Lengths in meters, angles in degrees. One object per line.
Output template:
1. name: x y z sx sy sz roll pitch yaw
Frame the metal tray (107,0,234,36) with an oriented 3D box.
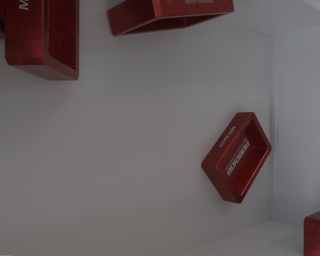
1. metal tray: 0.015 -0.142 0.376 0.131 0.090 0.030 -21 103 -38

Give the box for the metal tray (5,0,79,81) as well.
1. metal tray: -0.101 -0.114 0.280 0.030 0.090 0.129 0 90 3

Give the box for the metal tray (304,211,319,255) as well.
1. metal tray: 0.264 0.172 0.472 0.131 0.030 0.089 -1 90 -40

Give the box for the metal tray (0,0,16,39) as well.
1. metal tray: -0.137 -0.130 0.224 0.030 0.130 0.090 6 86 -9

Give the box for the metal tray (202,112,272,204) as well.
1. metal tray: 0.131 0.047 0.512 0.130 0.030 0.090 -49 119 -28
